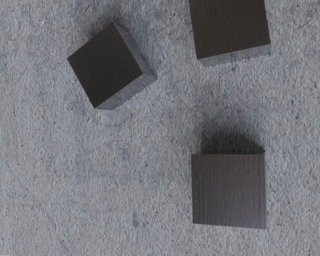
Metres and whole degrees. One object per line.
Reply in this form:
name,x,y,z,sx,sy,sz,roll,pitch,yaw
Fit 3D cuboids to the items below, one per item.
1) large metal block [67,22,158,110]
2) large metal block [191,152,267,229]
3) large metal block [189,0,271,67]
large metal block,-0.064,-0.080,0.418,0.080,0.050,0.080,-33,80,17
large metal block,0.083,0.069,0.366,0.080,0.050,0.080,-2,90,20
large metal block,0.083,-0.123,0.366,0.080,0.050,0.080,-8,87,19
